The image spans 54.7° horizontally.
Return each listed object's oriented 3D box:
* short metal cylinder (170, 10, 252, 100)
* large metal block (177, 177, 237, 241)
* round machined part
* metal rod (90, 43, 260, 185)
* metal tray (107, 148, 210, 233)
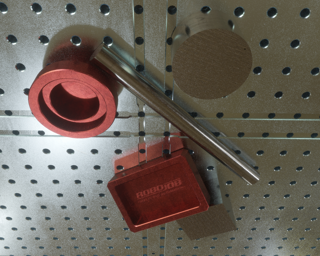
[{"bbox_3d":[0.052,-0.077,0.330,0.081,0.050,0.079,-1,130,0],"label":"short metal cylinder"},{"bbox_3d":[0.073,0.135,0.512,0.080,0.050,0.080,-19,128,15],"label":"large metal block"},{"bbox_3d":[-0.099,-0.037,0.367,0.099,0.042,0.097,-1,130,0],"label":"round machined part"},{"bbox_3d":[0.037,-0.004,0.409,0.301,0.025,0.025,37,121,-28],"label":"metal rod"},{"bbox_3d":[-0.002,0.095,0.464,0.130,0.030,0.090,-23,99,17],"label":"metal tray"}]
